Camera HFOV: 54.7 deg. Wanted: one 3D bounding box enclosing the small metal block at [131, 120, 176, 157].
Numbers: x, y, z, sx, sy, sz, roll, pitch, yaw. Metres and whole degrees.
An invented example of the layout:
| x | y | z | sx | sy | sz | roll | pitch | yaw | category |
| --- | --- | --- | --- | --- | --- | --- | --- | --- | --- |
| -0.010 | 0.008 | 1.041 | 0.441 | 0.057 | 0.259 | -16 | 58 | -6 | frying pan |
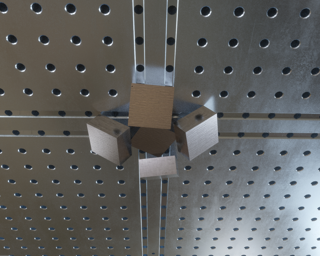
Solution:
| x | y | z | sx | sy | sz | roll | pitch | yaw | category |
| --- | --- | --- | --- | --- | --- | --- | --- | --- | --- |
| -0.009 | 0.008 | 0.417 | 0.050 | 0.025 | 0.050 | 25 | 126 | -20 | small metal block |

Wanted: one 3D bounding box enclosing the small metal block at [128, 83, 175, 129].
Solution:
| x | y | z | sx | sy | sz | roll | pitch | yaw | category |
| --- | --- | --- | --- | --- | --- | --- | --- | --- | --- |
| -0.011 | -0.026 | 0.373 | 0.050 | 0.025 | 0.050 | 5 | 94 | -4 | small metal block |

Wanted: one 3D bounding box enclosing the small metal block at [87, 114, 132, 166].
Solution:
| x | y | z | sx | sy | sz | roll | pitch | yaw | category |
| --- | --- | --- | --- | --- | --- | --- | --- | --- | --- |
| -0.066 | 0.016 | 0.409 | 0.050 | 0.025 | 0.050 | 24 | 136 | 25 | small metal block |

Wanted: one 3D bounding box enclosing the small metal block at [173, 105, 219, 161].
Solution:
| x | y | z | sx | sy | sz | roll | pitch | yaw | category |
| --- | --- | --- | --- | --- | --- | --- | --- | --- | --- |
| 0.048 | 0.007 | 0.402 | 0.050 | 0.025 | 0.050 | -30 | 133 | -21 | small metal block |

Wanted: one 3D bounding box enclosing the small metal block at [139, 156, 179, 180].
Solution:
| x | y | z | sx | sy | sz | roll | pitch | yaw | category |
| --- | --- | --- | --- | --- | --- | --- | --- | --- | --- |
| 0.000 | 0.058 | 0.445 | 0.050 | 0.025 | 0.050 | -7 | 166 | 5 | small metal block |
